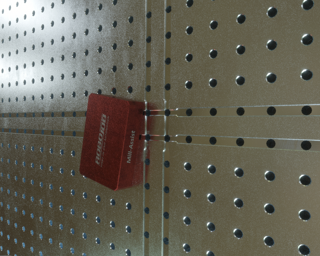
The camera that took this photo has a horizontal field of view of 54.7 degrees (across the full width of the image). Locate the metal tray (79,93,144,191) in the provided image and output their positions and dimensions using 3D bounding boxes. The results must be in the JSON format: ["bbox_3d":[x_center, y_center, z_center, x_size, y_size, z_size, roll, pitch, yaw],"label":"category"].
[{"bbox_3d":[-0.075,0.018,0.466,0.090,0.030,0.129,15,99,38],"label":"metal tray"}]
